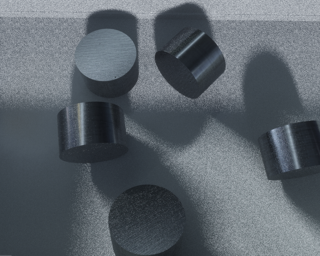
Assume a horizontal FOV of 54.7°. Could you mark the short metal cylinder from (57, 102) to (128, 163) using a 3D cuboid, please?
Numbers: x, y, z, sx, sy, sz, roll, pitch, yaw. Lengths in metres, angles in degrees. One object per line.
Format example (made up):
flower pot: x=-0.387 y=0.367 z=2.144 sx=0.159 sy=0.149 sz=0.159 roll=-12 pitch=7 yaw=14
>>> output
short metal cylinder: x=-0.082 y=0.008 z=0.377 sx=0.081 sy=0.080 sz=0.050 roll=-9 pitch=70 yaw=-3

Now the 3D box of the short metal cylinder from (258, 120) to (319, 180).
short metal cylinder: x=0.164 y=0.029 z=0.371 sx=0.081 sy=0.080 sz=0.050 roll=-8 pitch=70 yaw=-3

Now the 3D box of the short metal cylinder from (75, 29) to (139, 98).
short metal cylinder: x=-0.071 y=-0.088 z=0.428 sx=0.081 sy=0.050 sz=0.080 roll=0 pitch=70 yaw=0

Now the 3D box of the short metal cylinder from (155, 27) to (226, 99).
short metal cylinder: x=0.039 y=-0.085 z=0.412 sx=0.080 sy=0.080 sz=0.050 roll=42 pitch=75 yaw=13

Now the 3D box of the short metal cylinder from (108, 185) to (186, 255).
short metal cylinder: x=-0.014 y=0.110 z=0.341 sx=0.081 sy=0.050 sz=0.080 roll=1 pitch=46 yaw=-1
